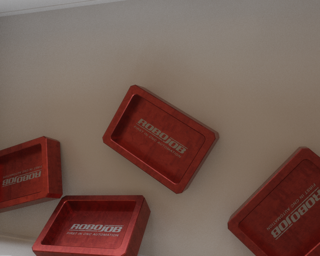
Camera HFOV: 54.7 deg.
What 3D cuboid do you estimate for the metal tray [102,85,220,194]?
[{"bbox_3d":[-0.001,0.013,0.407,0.130,0.030,0.090,33,100,16],"label":"metal tray"}]

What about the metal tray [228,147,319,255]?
[{"bbox_3d":[0.154,0.096,0.353,0.090,0.030,0.130,43,103,14],"label":"metal tray"}]

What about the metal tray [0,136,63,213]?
[{"bbox_3d":[-0.211,0.073,0.468,0.130,0.030,0.090,-17,69,18],"label":"metal tray"}]

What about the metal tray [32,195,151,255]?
[{"bbox_3d":[-0.087,0.132,0.405,0.130,0.090,0.030,-5,125,19],"label":"metal tray"}]
